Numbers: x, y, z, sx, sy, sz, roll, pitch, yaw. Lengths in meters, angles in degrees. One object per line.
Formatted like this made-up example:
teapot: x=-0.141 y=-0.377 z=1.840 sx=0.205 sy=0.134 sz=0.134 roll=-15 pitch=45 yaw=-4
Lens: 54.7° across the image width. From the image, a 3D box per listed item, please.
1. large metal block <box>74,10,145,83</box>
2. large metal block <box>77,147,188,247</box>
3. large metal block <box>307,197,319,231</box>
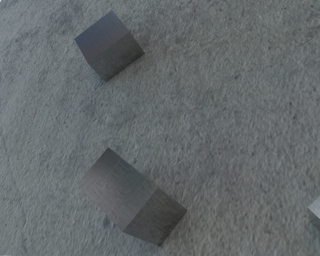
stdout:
large metal block: x=-0.085 y=-0.136 z=0.514 sx=0.080 sy=0.050 sz=0.080 roll=-36 pitch=51 yaw=3
large metal block: x=-0.028 y=0.075 z=0.336 sx=0.080 sy=0.080 sz=0.050 roll=33 pitch=80 yaw=38
large metal block: x=0.182 y=0.073 z=0.248 sx=0.080 sy=0.050 sz=0.080 roll=-41 pitch=51 yaw=0
